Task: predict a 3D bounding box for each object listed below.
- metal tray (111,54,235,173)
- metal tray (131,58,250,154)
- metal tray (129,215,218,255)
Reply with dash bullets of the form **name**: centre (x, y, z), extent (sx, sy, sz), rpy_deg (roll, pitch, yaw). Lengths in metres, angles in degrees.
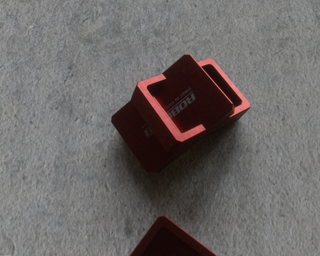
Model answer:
- **metal tray**: centre (0.015, -0.016, 0.387), extent (0.130, 0.030, 0.090), rpy_deg (-39, 74, 9)
- **metal tray**: centre (0.041, -0.033, 0.393), extent (0.131, 0.030, 0.090), rpy_deg (-25, 71, -32)
- **metal tray**: centre (-0.002, 0.176, 0.341), extent (0.090, 0.030, 0.130), rpy_deg (35, 73, 11)
